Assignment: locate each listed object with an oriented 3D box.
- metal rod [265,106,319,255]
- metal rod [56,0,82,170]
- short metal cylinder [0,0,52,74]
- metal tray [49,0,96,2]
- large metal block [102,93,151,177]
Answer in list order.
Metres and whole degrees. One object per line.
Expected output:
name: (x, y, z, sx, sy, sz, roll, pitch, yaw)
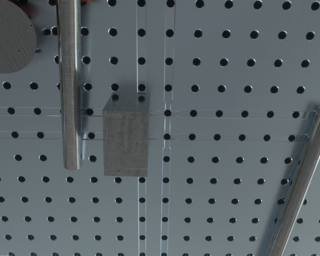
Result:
metal rod: (0.196, 0.113, 0.457, 0.025, 0.025, 0.298, 9, 110, -4)
metal rod: (-0.105, -0.078, 0.360, 0.025, 0.025, 0.298, 6, 119, -3)
short metal cylinder: (-0.174, -0.107, 0.358, 0.081, 0.050, 0.079, 0, 110, -1)
metal tray: (-0.137, -0.189, 0.338, 0.131, 0.030, 0.089, 2, 110, -2)
large metal block: (-0.039, 0.006, 0.386, 0.050, 0.080, 0.079, 2, 110, -1)
